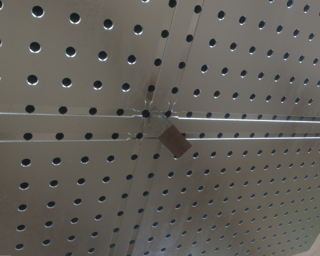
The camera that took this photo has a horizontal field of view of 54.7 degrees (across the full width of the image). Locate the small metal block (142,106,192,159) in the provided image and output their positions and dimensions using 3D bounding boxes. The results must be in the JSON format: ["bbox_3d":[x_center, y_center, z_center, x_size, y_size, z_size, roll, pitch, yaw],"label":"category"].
[{"bbox_3d":[0.009,0.006,0.405,0.025,0.050,0.050,-43,130,1],"label":"small metal block"}]
